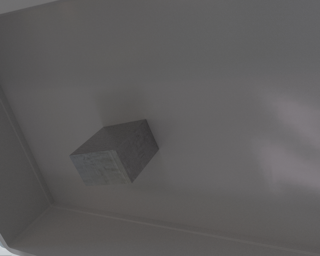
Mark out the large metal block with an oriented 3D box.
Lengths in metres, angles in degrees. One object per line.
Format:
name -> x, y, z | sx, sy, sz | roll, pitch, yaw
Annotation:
large metal block -> -0.060, 0.034, 0.426 | 0.080, 0.080, 0.050 | -9, 114, 32
